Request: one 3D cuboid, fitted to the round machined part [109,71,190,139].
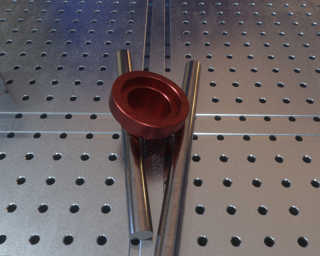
[{"bbox_3d":[-0.016,-0.025,0.391,0.099,0.042,0.098,12,46,-13],"label":"round machined part"}]

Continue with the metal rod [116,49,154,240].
[{"bbox_3d":[-0.039,-0.004,0.410,0.025,0.025,0.300,-6,50,-5],"label":"metal rod"}]

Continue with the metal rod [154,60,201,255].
[{"bbox_3d":[0.029,0.016,0.394,0.025,0.025,0.300,7,50,5],"label":"metal rod"}]

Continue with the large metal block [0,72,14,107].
[{"bbox_3d":[-0.256,-0.080,0.435,0.050,0.080,0.080,-25,55,-20],"label":"large metal block"}]
